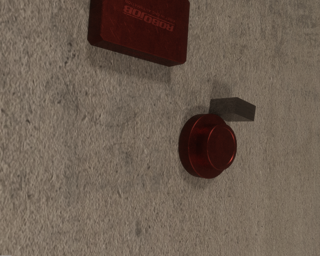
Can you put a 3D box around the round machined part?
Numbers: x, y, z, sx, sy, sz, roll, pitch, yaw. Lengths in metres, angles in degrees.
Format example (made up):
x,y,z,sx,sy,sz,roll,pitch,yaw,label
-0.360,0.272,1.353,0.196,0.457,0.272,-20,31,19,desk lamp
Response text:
x,y,z,sx,sy,sz,roll,pitch,yaw,label
0.078,0.027,0.461,0.099,0.042,0.097,0,90,-40,round machined part

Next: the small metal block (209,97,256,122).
x,y,z,sx,sy,sz,roll,pitch,yaw,label
0.113,-0.028,0.486,0.050,0.050,0.025,16,80,-39,small metal block

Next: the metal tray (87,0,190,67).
x,y,z,sx,sy,sz,roll,pitch,yaw,label
-0.021,-0.135,0.385,0.131,0.030,0.089,6,86,-40,metal tray
